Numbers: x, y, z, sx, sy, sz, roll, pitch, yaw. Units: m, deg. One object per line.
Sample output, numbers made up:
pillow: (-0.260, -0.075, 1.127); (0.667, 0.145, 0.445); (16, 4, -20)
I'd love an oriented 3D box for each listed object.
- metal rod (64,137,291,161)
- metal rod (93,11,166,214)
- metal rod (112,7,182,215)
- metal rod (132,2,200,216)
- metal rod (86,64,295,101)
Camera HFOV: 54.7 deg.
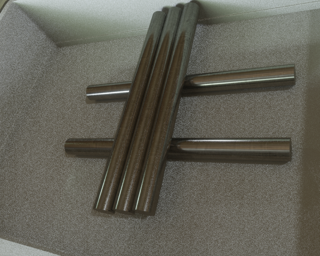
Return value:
metal rod: (0.002, 0.025, 0.389); (0.300, 0.025, 0.025); (-1, 61, 27)
metal rod: (-0.031, -0.038, 0.411); (0.025, 0.025, 0.300); (-1, 61, 28)
metal rod: (-0.008, -0.040, 0.400); (0.025, 0.025, 0.300); (-1, 61, 28)
metal rod: (0.014, -0.042, 0.389); (0.025, 0.025, 0.300); (-1, 61, 28)
metal rod: (0.023, -0.060, 0.429); (0.300, 0.025, 0.025); (-1, 61, 27)
